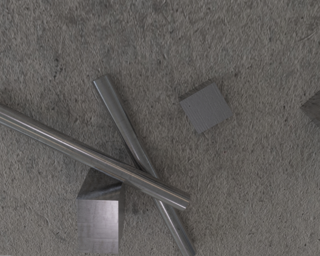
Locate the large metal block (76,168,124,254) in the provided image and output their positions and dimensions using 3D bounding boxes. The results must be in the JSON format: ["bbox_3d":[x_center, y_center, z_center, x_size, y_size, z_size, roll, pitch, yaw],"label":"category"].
[{"bbox_3d":[-0.077,0.109,0.420,0.050,0.080,0.079,2,110,-1],"label":"large metal block"}]

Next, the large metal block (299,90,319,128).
[{"bbox_3d":[0.234,-0.005,0.381,0.080,0.080,0.050,41,105,-14],"label":"large metal block"}]

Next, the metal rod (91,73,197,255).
[{"bbox_3d":[-0.015,0.065,0.433,0.025,0.025,0.299,-22,109,8],"label":"metal rod"}]

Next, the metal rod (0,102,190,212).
[{"bbox_3d":[-0.100,0.033,0.403,0.301,0.025,0.025,26,108,-3],"label":"metal rod"}]

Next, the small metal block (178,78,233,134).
[{"bbox_3d":[0.058,-0.028,0.400,0.050,0.025,0.050,-30,108,10],"label":"small metal block"}]
